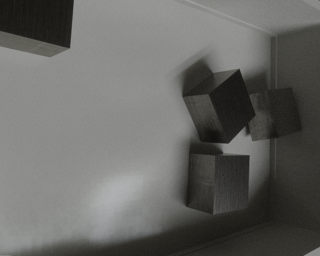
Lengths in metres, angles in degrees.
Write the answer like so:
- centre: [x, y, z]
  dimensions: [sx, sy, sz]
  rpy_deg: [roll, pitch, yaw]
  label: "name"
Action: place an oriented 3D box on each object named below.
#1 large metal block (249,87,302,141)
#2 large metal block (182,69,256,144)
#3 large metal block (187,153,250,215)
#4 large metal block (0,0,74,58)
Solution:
- centre: [0.199, -0.025, 0.549]
  dimensions: [0.081, 0.050, 0.080]
  rpy_deg: [-11, 88, -39]
  label: "large metal block"
- centre: [0.091, -0.033, 0.466]
  dimensions: [0.080, 0.050, 0.080]
  rpy_deg: [-39, 114, -33]
  label: "large metal block"
- centre: [0.088, 0.079, 0.464]
  dimensions: [0.081, 0.050, 0.080]
  rpy_deg: [4, 88, -40]
  label: "large metal block"
- centre: [-0.128, -0.117, 0.283]
  dimensions: [0.081, 0.050, 0.080]
  rpy_deg: [6, 86, -40]
  label: "large metal block"
